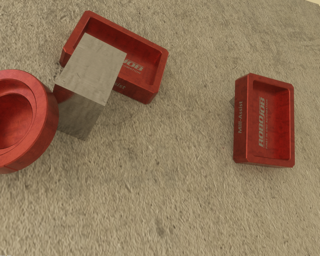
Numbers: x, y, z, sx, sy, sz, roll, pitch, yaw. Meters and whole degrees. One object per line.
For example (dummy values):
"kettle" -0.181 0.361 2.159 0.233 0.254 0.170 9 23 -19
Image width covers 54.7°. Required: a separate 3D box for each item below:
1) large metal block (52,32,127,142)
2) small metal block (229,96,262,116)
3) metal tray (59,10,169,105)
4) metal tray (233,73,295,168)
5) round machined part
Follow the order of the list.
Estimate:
"large metal block" -0.085 -0.044 0.349 0.050 0.080 0.080 25 53 -14
"small metal block" 0.150 -0.038 0.508 0.050 0.025 0.050 -25 76 -37
"metal tray" -0.058 -0.098 0.428 0.131 0.030 0.090 24 53 -14
"metal tray" 0.156 -0.009 0.462 0.091 0.030 0.129 9 77 -24
"round machined part" -0.142 -0.003 0.298 0.098 0.042 0.098 -4 70 10
